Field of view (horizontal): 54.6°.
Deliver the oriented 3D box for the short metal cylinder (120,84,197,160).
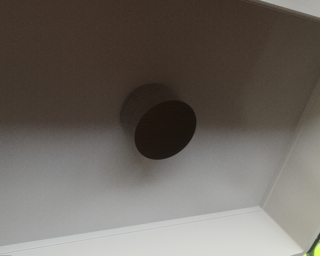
[{"bbox_3d":[-0.003,-0.008,0.383,0.081,0.050,0.080,-14,124,-21],"label":"short metal cylinder"}]
